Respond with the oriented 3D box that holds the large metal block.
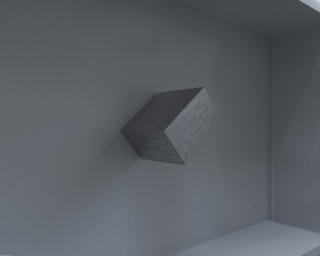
[{"bbox_3d":[0.014,-0.004,0.381,0.080,0.080,0.050,-47,119,-30],"label":"large metal block"}]
